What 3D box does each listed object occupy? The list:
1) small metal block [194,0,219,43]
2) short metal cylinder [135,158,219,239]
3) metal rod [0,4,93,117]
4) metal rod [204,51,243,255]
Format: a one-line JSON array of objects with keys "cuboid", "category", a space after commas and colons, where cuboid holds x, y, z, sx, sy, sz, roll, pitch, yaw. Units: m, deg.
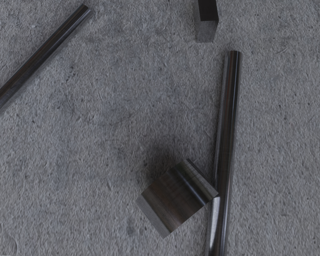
[{"cuboid": [0.067, -0.161, 0.454, 0.025, 0.050, 0.050, -3, 70, -1], "category": "small metal block"}, {"cuboid": [0.019, 0.079, 0.350, 0.080, 0.080, 0.050, -36, 74, -12], "category": "short metal cylinder"}, {"cuboid": [-0.197, -0.063, 0.429, 0.025, 0.025, 0.300, 33, 73, 11], "category": "metal rod"}, {"cuboid": [0.083, 0.034, 0.396, 0.025, 0.025, 0.299, 9, 70, 3], "category": "metal rod"}]
